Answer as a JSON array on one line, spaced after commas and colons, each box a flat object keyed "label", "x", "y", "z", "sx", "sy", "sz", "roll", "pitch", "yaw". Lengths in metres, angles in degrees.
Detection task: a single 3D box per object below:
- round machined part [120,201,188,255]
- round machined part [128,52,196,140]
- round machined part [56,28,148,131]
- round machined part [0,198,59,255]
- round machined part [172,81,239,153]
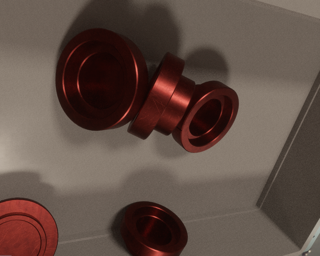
[{"label": "round machined part", "x": -0.013, "y": 0.157, "z": 0.454, "sx": 0.099, "sy": 0.098, "sz": 0.042, "roll": 10, "pitch": 117, "yaw": -33}, {"label": "round machined part", "x": 0.004, "y": -0.030, "z": 0.342, "sx": 0.042, "sy": 0.098, "sz": 0.097, "roll": 26, "pitch": 106, "yaw": -8}, {"label": "round machined part", "x": -0.054, "y": -0.047, "z": 0.314, "sx": 0.042, "sy": 0.098, "sz": 0.097, "roll": -8, "pitch": 129, "yaw": -63}, {"label": "round machined part", "x": -0.168, "y": 0.132, "z": 0.357, "sx": 0.099, "sy": 0.042, "sz": 0.097, "roll": 3, "pitch": 82, "yaw": -24}, {"label": "round machined part", "x": 0.054, "y": -0.019, "z": 0.409, "sx": 0.099, "sy": 0.042, "sz": 0.097, "roll": -24, "pitch": 135, "yaw": -26}]
